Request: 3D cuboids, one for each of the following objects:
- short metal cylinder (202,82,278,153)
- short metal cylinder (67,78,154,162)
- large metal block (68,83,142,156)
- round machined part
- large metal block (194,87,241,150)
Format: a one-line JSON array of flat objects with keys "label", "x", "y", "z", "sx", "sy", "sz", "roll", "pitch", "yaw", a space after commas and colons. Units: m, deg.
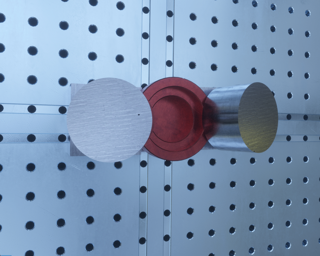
[{"label": "short metal cylinder", "x": 0.096, "y": -0.012, "z": 0.368, "sx": 0.081, "sy": 0.050, "sz": 0.080, "roll": 0, "pitch": 90, "yaw": -40}, {"label": "short metal cylinder", "x": -0.047, "y": -0.008, "z": 0.315, "sx": 0.080, "sy": 0.050, "sz": 0.079, "roll": 0, "pitch": 91, "yaw": 1}, {"label": "large metal block", "x": -0.068, "y": -0.009, "z": 0.374, "sx": 0.081, "sy": 0.050, "sz": 0.080, "roll": 1, "pitch": 90, "yaw": -20}, {"label": "round machined part", "x": 0.011, "y": -0.011, "z": 0.376, "sx": 0.099, "sy": 0.042, "sz": 0.097, "roll": 0, "pitch": 90, "yaw": -20}, {"label": "large metal block", "x": 0.073, "y": -0.013, "z": 0.426, "sx": 0.081, "sy": 0.050, "sz": 0.080, "roll": -1, "pitch": 91, "yaw": -20}]
